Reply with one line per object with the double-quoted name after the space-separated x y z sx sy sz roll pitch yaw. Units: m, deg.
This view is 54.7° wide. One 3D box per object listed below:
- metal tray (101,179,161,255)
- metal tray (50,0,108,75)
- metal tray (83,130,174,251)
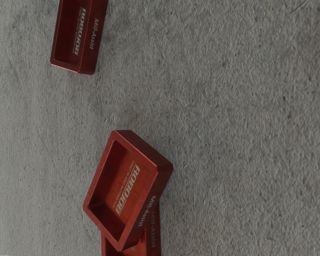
-0.044 0.135 0.437 0.090 0.030 0.129 -4 88 40 "metal tray"
-0.136 -0.161 0.514 0.090 0.030 0.129 22 104 38 "metal tray"
-0.046 0.078 0.399 0.090 0.030 0.129 37 112 33 "metal tray"
